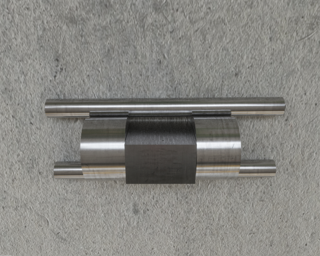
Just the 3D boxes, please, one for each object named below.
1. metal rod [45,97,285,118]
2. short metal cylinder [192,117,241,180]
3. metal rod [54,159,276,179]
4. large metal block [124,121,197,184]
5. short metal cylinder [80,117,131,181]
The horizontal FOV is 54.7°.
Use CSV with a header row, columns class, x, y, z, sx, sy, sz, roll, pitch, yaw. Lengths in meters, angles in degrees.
class,x,y,z,sx,sy,sz,roll,pitch,yaw
metal rod,0.007,-0.027,0.401,0.302,0.025,0.025,-1,110,0
short metal cylinder,0.067,0.025,0.391,0.050,0.080,0.079,-1,110,0
metal rod,0.007,0.058,0.432,0.302,0.025,0.025,-1,110,0
large metal block,0.001,0.028,0.389,0.081,0.080,0.050,0,110,0
short metal cylinder,-0.065,0.026,0.390,0.050,0.080,0.079,-1,110,0
